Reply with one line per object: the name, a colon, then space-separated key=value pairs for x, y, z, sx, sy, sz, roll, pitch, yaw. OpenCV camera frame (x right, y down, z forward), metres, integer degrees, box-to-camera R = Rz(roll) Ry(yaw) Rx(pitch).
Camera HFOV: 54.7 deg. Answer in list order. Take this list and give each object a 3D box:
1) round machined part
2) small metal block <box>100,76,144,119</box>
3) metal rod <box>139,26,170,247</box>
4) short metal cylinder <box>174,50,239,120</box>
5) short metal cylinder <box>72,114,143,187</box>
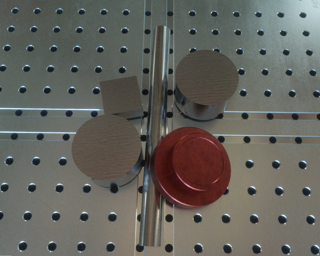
round machined part: x=0.041 y=0.044 z=0.370 sx=0.099 sy=0.042 sz=0.098 roll=6 pitch=69 yaw=-15
small metal block: x=-0.052 y=-0.040 z=0.421 sx=0.050 sy=0.025 sz=0.050 roll=-10 pitch=70 yaw=-4
metal rod: x=-0.004 y=-0.004 z=0.409 sx=0.025 sy=0.025 sz=0.299 roll=3 pitch=70 yaw=1
short metal cylinder: x=0.059 y=-0.057 z=0.415 sx=0.081 sy=0.050 sz=0.080 roll=0 pitch=70 yaw=0
short metal cylinder: x=-0.062 y=0.029 z=0.383 sx=0.081 sy=0.050 sz=0.080 roll=0 pitch=70 yaw=0
